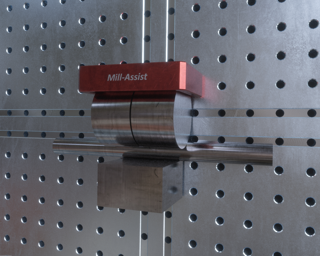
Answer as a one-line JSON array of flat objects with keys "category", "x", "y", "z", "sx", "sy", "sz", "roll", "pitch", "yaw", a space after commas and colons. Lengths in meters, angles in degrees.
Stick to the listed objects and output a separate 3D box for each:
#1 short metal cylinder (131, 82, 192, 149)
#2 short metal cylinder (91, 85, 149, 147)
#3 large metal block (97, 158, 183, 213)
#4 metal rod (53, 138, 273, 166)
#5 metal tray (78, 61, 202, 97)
[{"category": "short metal cylinder", "x": 0.005, "y": -0.016, "z": 0.379, "sx": 0.050, "sy": 0.080, "sz": 0.079, "roll": 2, "pitch": 91, "yaw": 20}, {"category": "short metal cylinder", "x": -0.044, "y": -0.016, "z": 0.396, "sx": 0.050, "sy": 0.080, "sz": 0.079, "roll": 1, "pitch": 90, "yaw": 20}, {"category": "large metal block", "x": -0.022, "y": 0.067, "z": 0.386, "sx": 0.080, "sy": 0.080, "sz": 0.050, "roll": 1, "pitch": 91, "yaw": 20}, {"category": "metal rod", "x": -0.010, "y": 0.029, "z": 0.412, "sx": 0.301, "sy": 0.025, "sz": 0.025, "roll": 1, "pitch": 91, "yaw": 19}, {"category": "metal tray", "x": -0.021, "y": -0.056, "z": 0.381, "sx": 0.130, "sy": 0.090, "sz": 0.030, "roll": 1, "pitch": 91, "yaw": 20}]
